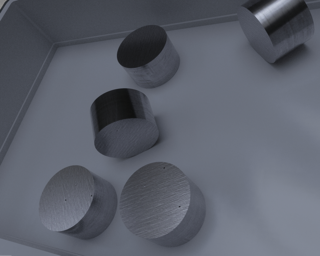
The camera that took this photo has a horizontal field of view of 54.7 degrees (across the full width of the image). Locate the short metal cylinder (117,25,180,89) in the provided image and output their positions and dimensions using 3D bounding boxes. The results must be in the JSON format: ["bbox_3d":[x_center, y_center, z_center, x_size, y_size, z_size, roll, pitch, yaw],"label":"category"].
[{"bbox_3d":[-0.017,-0.106,0.464,0.080,0.050,0.080,-13,56,21],"label":"short metal cylinder"}]

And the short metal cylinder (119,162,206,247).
[{"bbox_3d":[0.004,0.083,0.337,0.080,0.050,0.080,-13,56,21],"label":"short metal cylinder"}]

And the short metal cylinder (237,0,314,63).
[{"bbox_3d":[0.138,-0.127,0.376,0.050,0.080,0.080,-33,51,7],"label":"short metal cylinder"}]

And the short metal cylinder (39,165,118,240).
[{"bbox_3d":[-0.101,0.093,0.386,0.080,0.050,0.080,-13,56,21],"label":"short metal cylinder"}]

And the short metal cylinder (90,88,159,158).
[{"bbox_3d":[-0.046,-0.005,0.398,0.080,0.080,0.050,-26,53,12],"label":"short metal cylinder"}]
